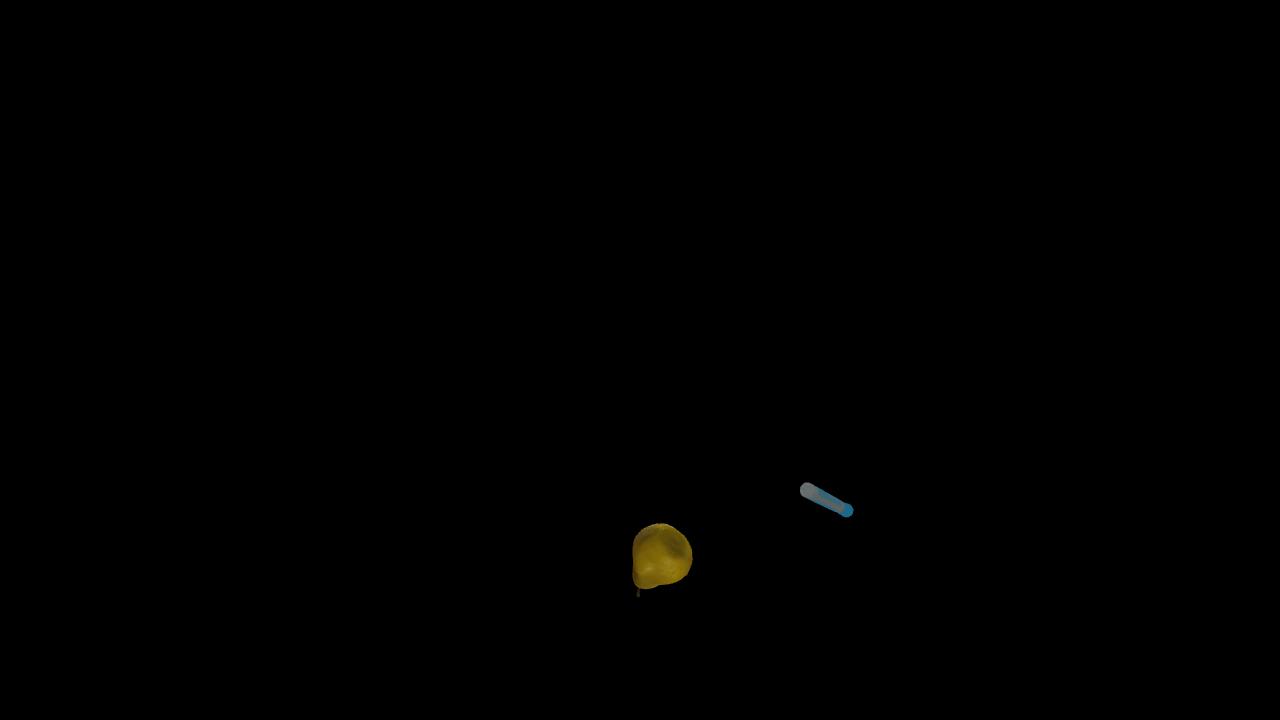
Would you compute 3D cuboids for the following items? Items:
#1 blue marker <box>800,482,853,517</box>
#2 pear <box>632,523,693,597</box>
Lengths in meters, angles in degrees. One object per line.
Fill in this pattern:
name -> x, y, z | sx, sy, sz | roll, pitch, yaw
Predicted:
blue marker -> 0.242, 0.182, 0.790 | 0.020, 0.020, 0.121 | 0, -23, 44
pear -> 0.015, 0.266, 0.805 | 0.080, 0.080, 0.111 | 0, -42, -53
